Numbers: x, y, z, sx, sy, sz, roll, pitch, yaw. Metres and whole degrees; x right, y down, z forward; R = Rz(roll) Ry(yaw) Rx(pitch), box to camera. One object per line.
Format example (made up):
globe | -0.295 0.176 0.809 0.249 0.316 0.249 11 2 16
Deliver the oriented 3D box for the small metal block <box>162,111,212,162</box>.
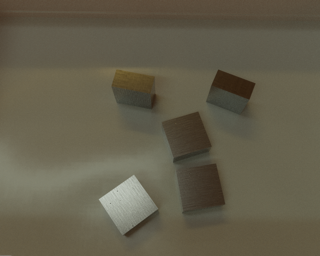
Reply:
small metal block | 0.034 0.012 0.405 0.050 0.025 0.050 -16 71 -6

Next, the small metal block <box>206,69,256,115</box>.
small metal block | 0.093 -0.047 0.414 0.050 0.050 0.025 22 72 8

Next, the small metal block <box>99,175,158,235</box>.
small metal block | -0.037 0.093 0.375 0.050 0.025 0.050 -34 74 -12

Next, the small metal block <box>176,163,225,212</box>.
small metal block | 0.048 0.075 0.383 0.050 0.025 0.050 -8 70 -3

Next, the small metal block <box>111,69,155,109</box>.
small metal block | -0.034 -0.051 0.414 0.050 0.050 0.025 11 71 4
